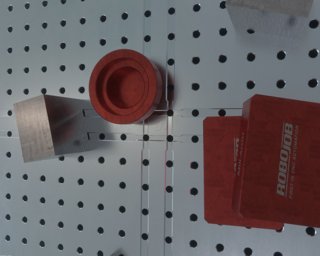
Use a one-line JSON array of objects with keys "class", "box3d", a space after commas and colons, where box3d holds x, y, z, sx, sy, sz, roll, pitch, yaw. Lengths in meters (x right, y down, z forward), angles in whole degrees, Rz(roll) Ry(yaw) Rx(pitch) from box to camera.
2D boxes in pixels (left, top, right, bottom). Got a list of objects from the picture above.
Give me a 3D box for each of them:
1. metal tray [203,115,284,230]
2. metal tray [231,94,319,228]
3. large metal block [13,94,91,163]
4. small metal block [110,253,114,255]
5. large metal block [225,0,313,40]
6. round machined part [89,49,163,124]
[{"class": "metal tray", "box3d": [0.100, 0.050, 0.374, 0.090, 0.030, 0.129, -1, 90, 20]}, {"class": "metal tray", "box3d": [0.132, 0.034, 0.336, 0.091, 0.030, 0.129, 8, 83, -1]}, {"class": "large metal block", "box3d": [-0.149, 0.001, 0.436, 0.050, 0.080, 0.080, -14, 86, 19]}, {"class": "small metal block", "box3d": [-0.075, 0.217, 0.439, 0.050, 0.025, 0.050, -43, 77, 15]}, {"class": "large metal block", "box3d": [0.123, -0.139, 0.340, 0.080, 0.080, 0.050, 17, 96, 19]}, {"class": "round machined part", "box3d": [-0.042, -0.054, 0.419, 0.098, 0.042, 0.097, 0, 90, 20]}]
